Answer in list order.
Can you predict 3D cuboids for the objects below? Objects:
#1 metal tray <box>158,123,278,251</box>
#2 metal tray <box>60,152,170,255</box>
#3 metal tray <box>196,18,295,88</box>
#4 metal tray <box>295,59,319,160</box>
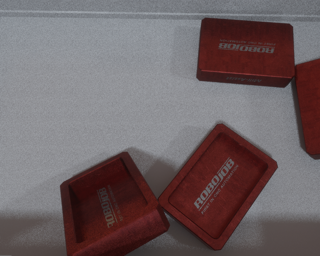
[{"bbox_3d":[0.070,0.070,0.382,0.090,0.030,0.130,37,74,12],"label":"metal tray"},{"bbox_3d":[-0.055,0.081,0.331,0.091,0.130,0.030,-27,116,-10],"label":"metal tray"},{"bbox_3d":[0.122,-0.109,0.446,0.131,0.030,0.090,5,70,3],"label":"metal tray"},{"bbox_3d":[0.230,-0.030,0.396,0.090,0.030,0.130,-12,66,32],"label":"metal tray"}]
